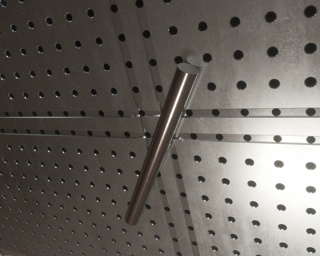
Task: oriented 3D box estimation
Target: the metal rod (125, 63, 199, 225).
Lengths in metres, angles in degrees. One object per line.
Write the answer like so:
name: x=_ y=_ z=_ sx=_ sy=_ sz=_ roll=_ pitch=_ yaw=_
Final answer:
metal rod: x=-0.008 y=0.044 z=0.441 sx=0.025 sy=0.025 sz=0.298 roll=28 pitch=128 yaw=10
